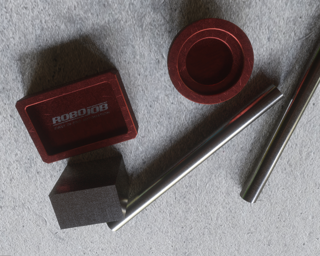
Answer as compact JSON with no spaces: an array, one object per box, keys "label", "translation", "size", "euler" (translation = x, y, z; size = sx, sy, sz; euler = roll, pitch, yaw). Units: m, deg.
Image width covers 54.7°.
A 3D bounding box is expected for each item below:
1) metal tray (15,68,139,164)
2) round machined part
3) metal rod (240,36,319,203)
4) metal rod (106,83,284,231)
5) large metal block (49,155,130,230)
[{"label":"metal tray","translation":[-0.103,-0.015,0.400],"size":[0.131,0.030,0.089],"euler":[-17,110,5]},{"label":"round machined part","translation":[0.058,-0.081,0.372],"size":[0.099,0.042,0.097],"euler":[0,110,-1]},{"label":"metal rod","translation":[0.177,-0.031,0.400],"size":[0.025,0.025,0.298],"euler":[18,109,-7]},{"label":"metal rod","translation":[0.039,0.047,0.427],"size":[0.300,0.025,0.025],"euler":[-41,106,13]},{"label":"large metal block","translation":[-0.088,0.082,0.410],"size":[0.080,0.080,0.050],"euler":[-10,110,3]}]
